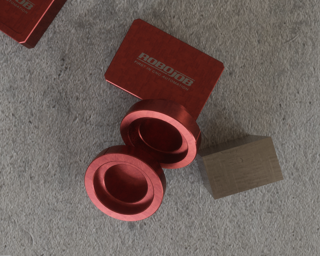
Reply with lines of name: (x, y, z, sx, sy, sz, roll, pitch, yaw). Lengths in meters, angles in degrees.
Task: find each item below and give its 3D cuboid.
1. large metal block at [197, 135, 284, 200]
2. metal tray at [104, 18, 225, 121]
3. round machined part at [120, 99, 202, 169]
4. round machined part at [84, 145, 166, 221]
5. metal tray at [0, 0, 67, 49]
large metal block: (0.092, 0.044, 0.384, 0.080, 0.080, 0.050, -16, 90, 0)
metal tray: (0.006, -0.072, 0.408, 0.130, 0.030, 0.090, 28, 90, -1)
round machined part: (0.004, 0.003, 0.384, 0.098, 0.097, 0.042, 28, 48, -1)
round machined part: (-0.040, 0.064, 0.389, 0.098, 0.042, 0.097, 5, 114, 11)
metal tray: (-0.202, -0.177, 0.404, 0.130, 0.030, 0.090, 34, 90, -1)
